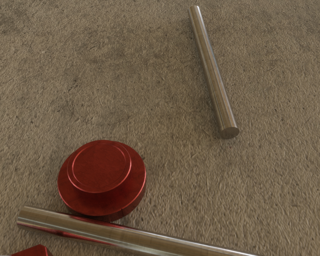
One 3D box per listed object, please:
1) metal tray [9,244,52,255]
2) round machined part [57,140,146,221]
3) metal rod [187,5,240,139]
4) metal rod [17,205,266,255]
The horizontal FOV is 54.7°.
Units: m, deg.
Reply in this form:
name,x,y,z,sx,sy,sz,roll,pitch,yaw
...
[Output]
name,x,y,z,sx,sy,sz,roll,pitch,yaw
metal tray,-0.151,0.166,0.258,0.131,0.030,0.090,-17,52,-15
round machined part,-0.065,0.052,0.348,0.099,0.042,0.098,0,50,0
metal rod,0.077,-0.108,0.494,0.025,0.025,0.300,-3,50,-3
metal rod,0.006,0.118,0.304,0.302,0.025,0.025,10,51,7
